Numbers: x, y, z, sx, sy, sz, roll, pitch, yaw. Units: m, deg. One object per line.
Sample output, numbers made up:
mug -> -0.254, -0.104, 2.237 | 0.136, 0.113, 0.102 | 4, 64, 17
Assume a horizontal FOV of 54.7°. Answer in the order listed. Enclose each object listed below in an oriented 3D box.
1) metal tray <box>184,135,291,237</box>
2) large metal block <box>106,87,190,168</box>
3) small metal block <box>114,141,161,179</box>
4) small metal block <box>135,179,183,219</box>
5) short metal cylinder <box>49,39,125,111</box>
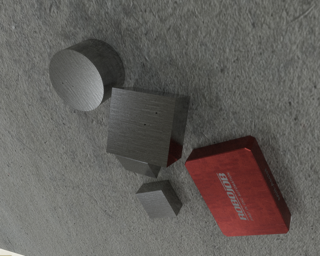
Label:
metal tray -> 0.101, 0.080, 0.400 | 0.090, 0.030, 0.130 | -18, 109, 35
large metal block -> -0.014, -0.005, 0.379 | 0.080, 0.050, 0.079 | 12, 102, 21
small metal block -> -0.029, 0.044, 0.436 | 0.050, 0.025, 0.050 | 12, 153, 21
small metal block -> -0.001, 0.110, 0.476 | 0.050, 0.025, 0.050 | -17, 110, 34
short metal cylinder -> -0.093, -0.068, 0.397 | 0.080, 0.050, 0.079 | 13, 124, 21
